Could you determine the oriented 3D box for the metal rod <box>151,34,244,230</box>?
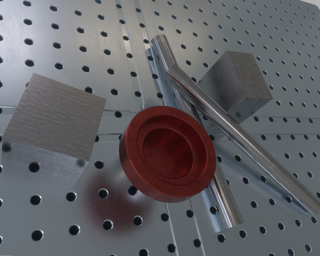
[{"bbox_3d":[0.045,-0.009,0.438,0.025,0.025,0.299,-6,65,-31],"label":"metal rod"}]

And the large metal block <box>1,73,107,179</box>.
[{"bbox_3d":[-0.111,-0.001,0.333,0.080,0.050,0.080,20,54,-17],"label":"large metal block"}]

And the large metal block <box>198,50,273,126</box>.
[{"bbox_3d":[0.110,-0.057,0.467,0.050,0.080,0.080,-1,63,-29],"label":"large metal block"}]

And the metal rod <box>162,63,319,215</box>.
[{"bbox_3d":[0.122,0.020,0.441,0.300,0.025,0.025,42,51,-8],"label":"metal rod"}]

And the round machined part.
[{"bbox_3d":[0.005,0.029,0.318,0.099,0.042,0.098,13,56,-21],"label":"round machined part"}]

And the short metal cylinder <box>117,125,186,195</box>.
[{"bbox_3d":[-0.005,0.034,0.369,0.081,0.050,0.080,14,56,-21],"label":"short metal cylinder"}]
